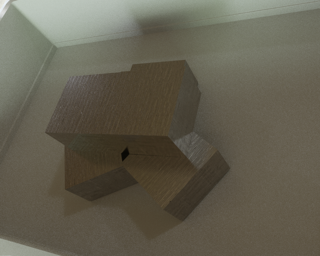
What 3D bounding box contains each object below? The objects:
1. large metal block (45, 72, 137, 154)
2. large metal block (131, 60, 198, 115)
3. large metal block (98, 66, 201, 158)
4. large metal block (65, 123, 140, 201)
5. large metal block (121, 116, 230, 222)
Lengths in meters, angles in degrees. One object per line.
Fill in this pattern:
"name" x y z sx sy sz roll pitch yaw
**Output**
"large metal block" -0.078 -0.018 0.375 0.080 0.050 0.080 1 62 28
"large metal block" -0.002 -0.041 0.414 0.080 0.050 0.080 2 62 29
"large metal block" -0.008 -0.017 0.336 0.080 0.050 0.080 1 62 28
"large metal block" -0.075 0.038 0.404 0.080 0.050 0.080 -23 53 14
"large metal block" 0.017 0.043 0.351 0.080 0.050 0.080 -47 51 -5
